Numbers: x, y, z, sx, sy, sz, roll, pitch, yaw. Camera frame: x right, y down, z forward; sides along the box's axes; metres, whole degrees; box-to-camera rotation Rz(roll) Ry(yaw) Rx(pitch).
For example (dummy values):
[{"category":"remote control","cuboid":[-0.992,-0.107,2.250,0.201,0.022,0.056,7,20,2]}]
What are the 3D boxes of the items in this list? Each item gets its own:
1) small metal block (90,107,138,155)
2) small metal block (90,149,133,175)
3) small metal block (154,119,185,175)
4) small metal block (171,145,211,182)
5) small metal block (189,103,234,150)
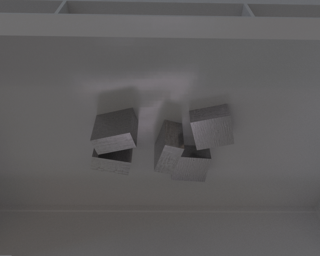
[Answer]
[{"category":"small metal block","cuboid":[-0.057,0.003,0.395,0.050,0.050,0.025,-11,129,9]},{"category":"small metal block","cuboid":[-0.064,0.034,0.420,0.050,0.050,0.025,10,129,-9]},{"category":"small metal block","cuboid":[0.011,0.025,0.414,0.025,0.050,0.050,13,129,-11]},{"category":"small metal block","cuboid":[0.044,0.052,0.454,0.050,0.025,0.050,4,130,-4]},{"category":"small metal block","cuboid":[0.068,-0.001,0.409,0.050,0.025,0.050,-11,130,8]}]
